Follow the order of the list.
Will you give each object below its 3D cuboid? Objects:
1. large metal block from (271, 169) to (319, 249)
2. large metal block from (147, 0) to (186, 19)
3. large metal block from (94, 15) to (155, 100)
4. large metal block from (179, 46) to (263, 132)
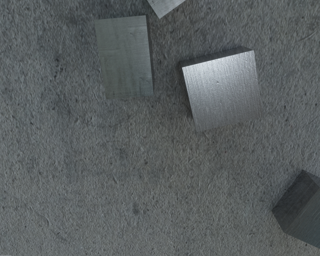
[{"bbox_3d":[0.224,0.119,0.442,0.080,0.050,0.080,26,108,-9],"label":"large metal block"},{"bbox_3d":[-0.003,-0.163,0.320,0.050,0.080,0.080,-33,107,11],"label":"large metal block"},{"bbox_3d":[-0.035,-0.083,0.349,0.050,0.080,0.079,-5,110,2],"label":"large metal block"},{"bbox_3d":[0.073,-0.049,0.379,0.080,0.050,0.080,-13,110,4],"label":"large metal block"}]
